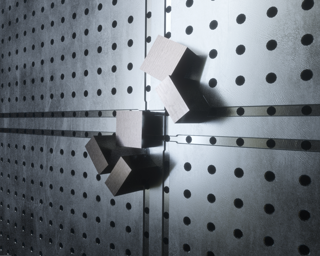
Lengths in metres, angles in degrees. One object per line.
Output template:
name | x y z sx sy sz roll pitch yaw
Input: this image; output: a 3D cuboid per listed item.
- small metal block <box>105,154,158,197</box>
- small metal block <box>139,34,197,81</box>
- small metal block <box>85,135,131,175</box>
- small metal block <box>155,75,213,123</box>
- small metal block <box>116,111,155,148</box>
small metal block | -0.039 0.063 0.423 0.025 0.050 0.050 48 118 29
small metal block | 0.010 -0.084 0.393 0.050 0.025 0.050 35 98 34
small metal block | -0.073 0.038 0.451 0.025 0.050 0.050 -47 62 30
small metal block | 0.029 -0.033 0.368 0.025 0.050 0.050 -42 65 32
small metal block | -0.035 0.001 0.437 0.050 0.025 0.050 3 92 39
